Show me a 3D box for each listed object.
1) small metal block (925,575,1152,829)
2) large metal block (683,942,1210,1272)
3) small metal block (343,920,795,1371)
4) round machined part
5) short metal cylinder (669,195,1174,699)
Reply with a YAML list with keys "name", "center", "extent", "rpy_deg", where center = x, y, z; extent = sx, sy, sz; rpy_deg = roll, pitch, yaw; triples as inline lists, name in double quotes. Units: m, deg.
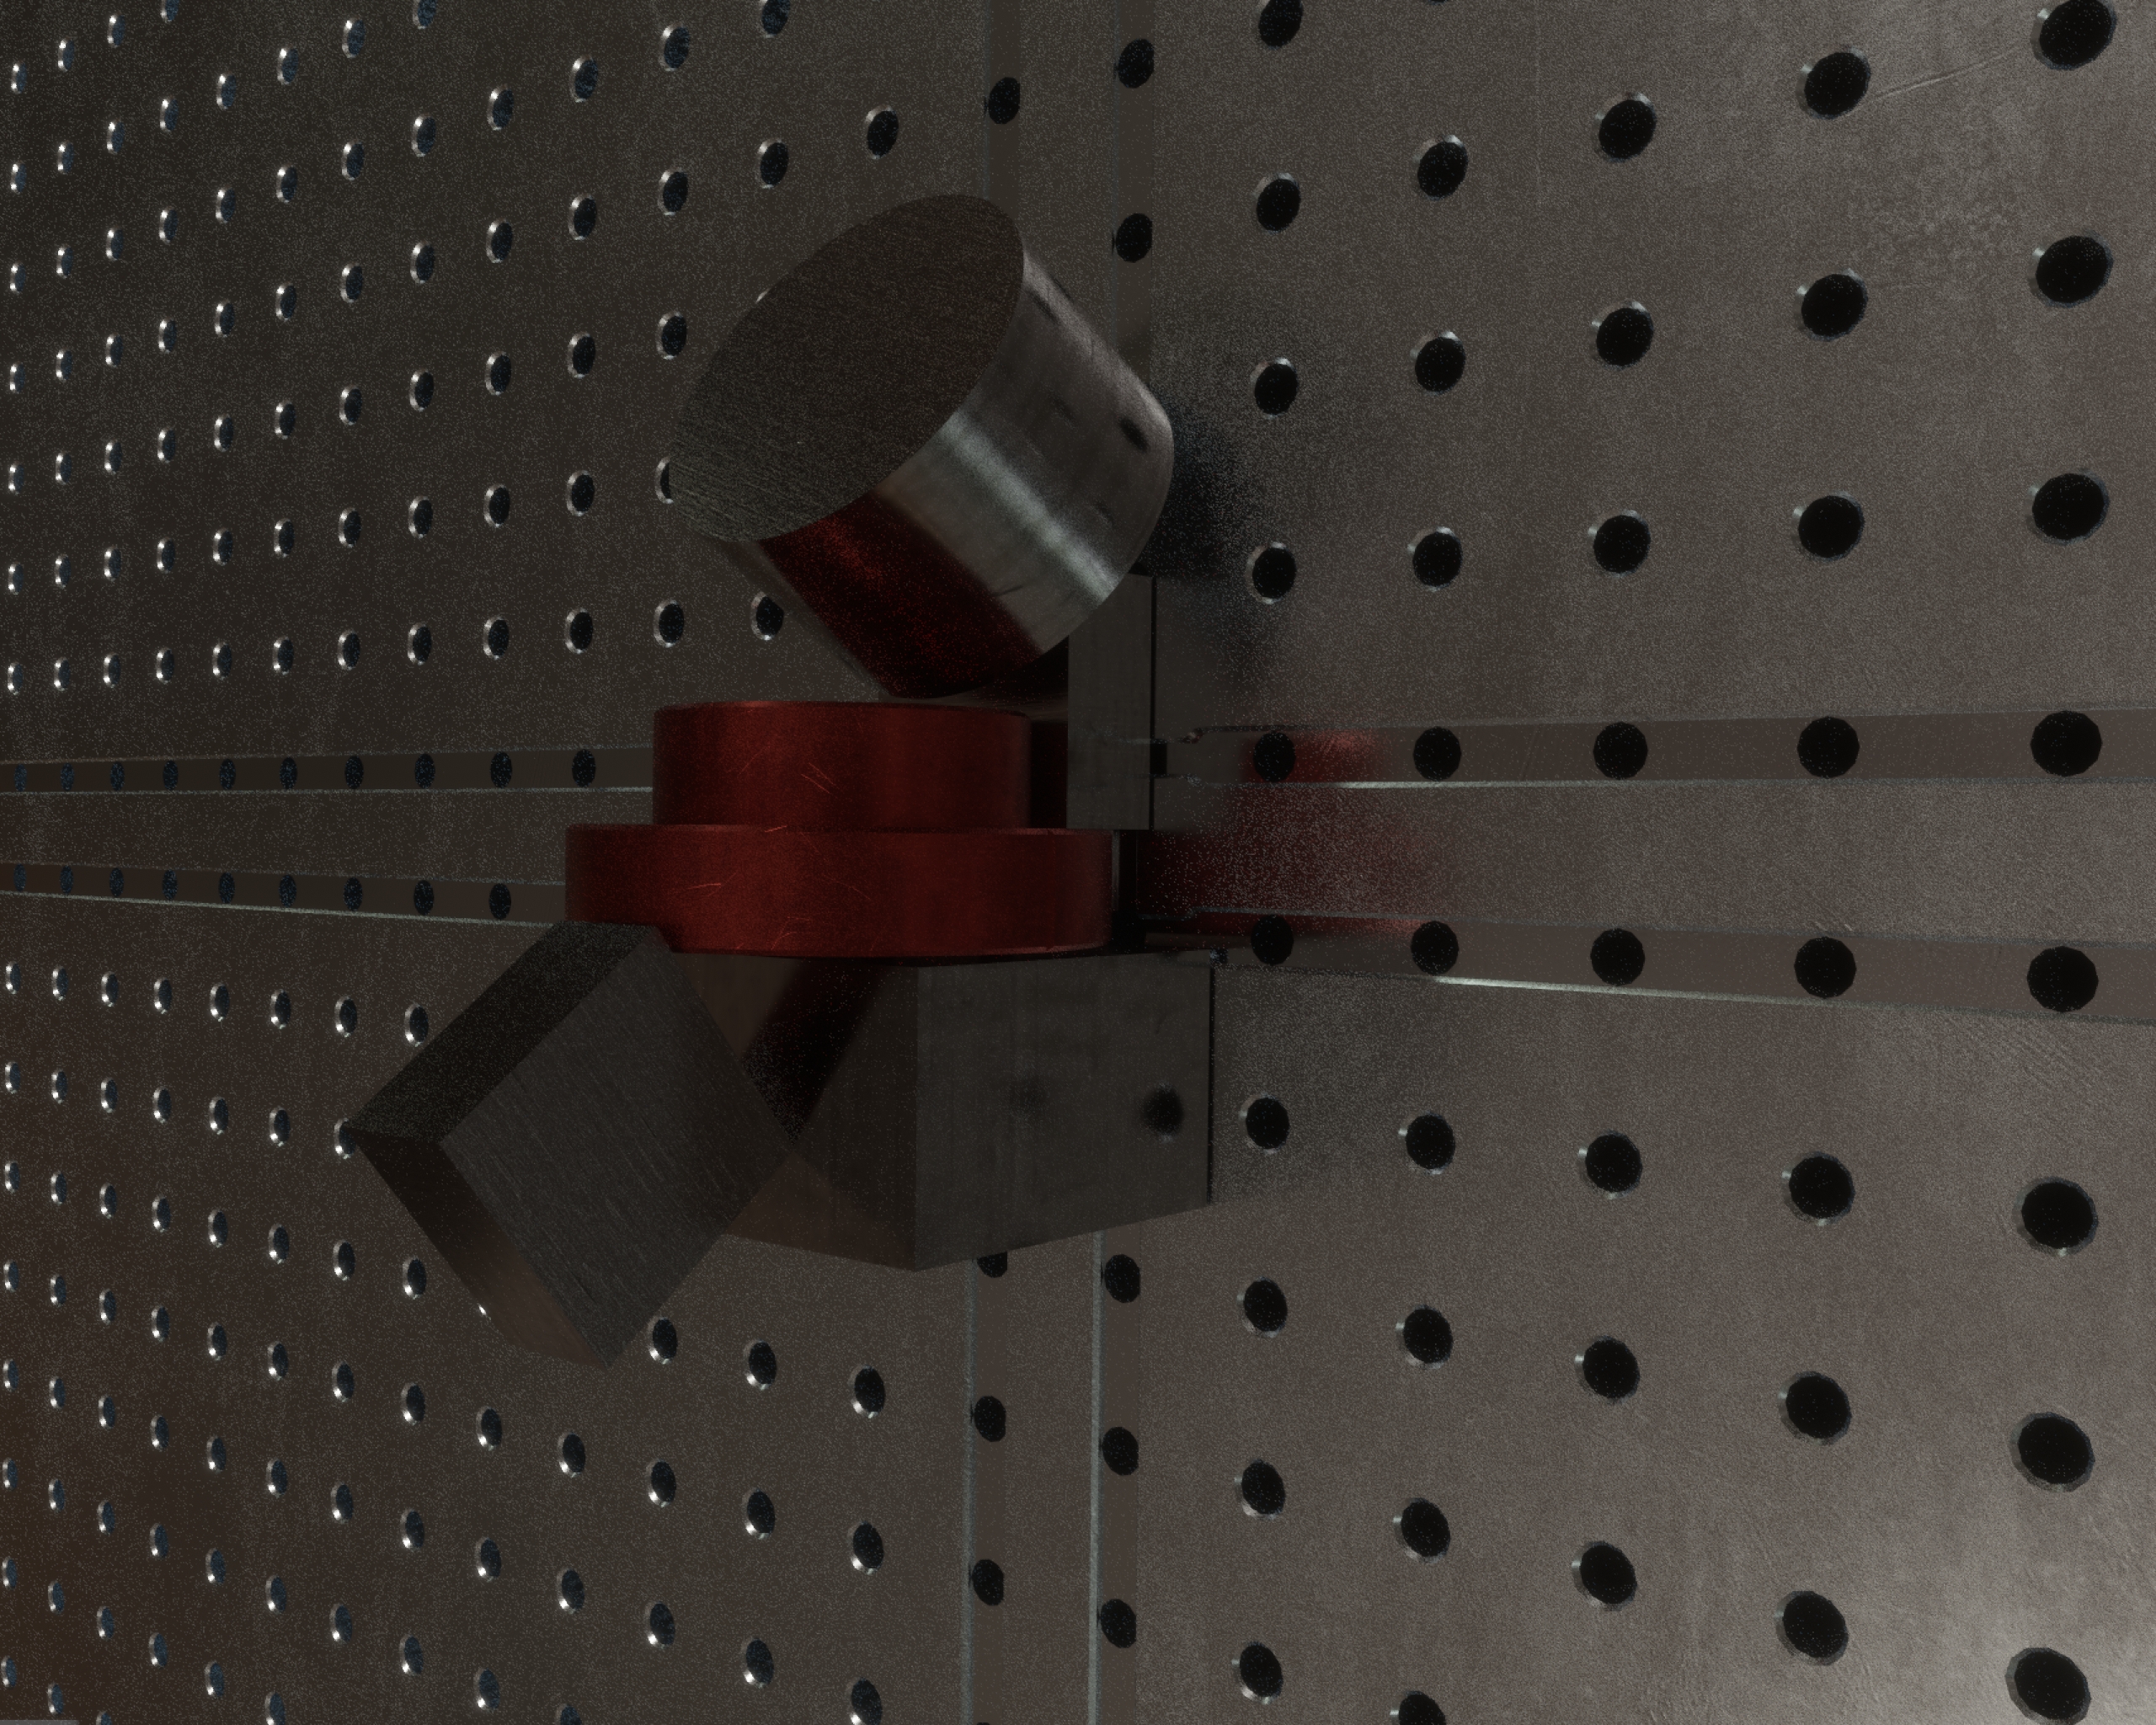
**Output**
- name: "small metal block"
  center: [-0.013, -0.032, 0.417]
  extent: [0.050, 0.025, 0.050]
  rpy_deg: [1, 91, 39]
- name: "large metal block"
  center: [-0.031, 0.041, 0.396]
  extent: [0.080, 0.081, 0.050]
  rpy_deg: [1, 91, 39]
- name: "small metal block"
  center: [-0.081, 0.045, 0.339]
  extent: [0.025, 0.050, 0.050]
  rpy_deg: [2, 129, 39]
- name: "round machined part"
  center: [-0.043, -0.007, 0.381]
  extent: [0.098, 0.099, 0.042]
  rpy_deg: [1, 91, 39]
- name: "short metal cylinder"
  center: [-0.029, -0.078, 0.393]
  extent: [0.080, 0.050, 0.080]
  rpy_deg: [-21, 49, 26]
